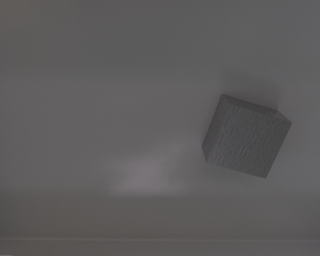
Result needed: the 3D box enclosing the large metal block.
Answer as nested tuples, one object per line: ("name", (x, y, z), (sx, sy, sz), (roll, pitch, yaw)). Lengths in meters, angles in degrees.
("large metal block", (0.108, 0.010, 0.402), (0.080, 0.050, 0.080), (16, 109, -6))
